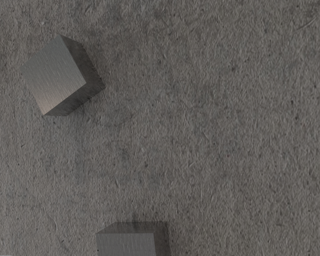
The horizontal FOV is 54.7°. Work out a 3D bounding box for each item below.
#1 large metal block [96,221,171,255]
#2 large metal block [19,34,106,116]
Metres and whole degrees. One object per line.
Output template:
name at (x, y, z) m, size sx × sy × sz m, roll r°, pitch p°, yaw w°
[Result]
large metal block at (-0.032, 0.171, 0.407) m, size 0.080 × 0.050 × 0.080 m, roll -7°, pitch 88°, yaw 20°
large metal block at (-0.139, -0.072, 0.445) m, size 0.080 × 0.050 × 0.080 m, roll -33°, pitch 80°, yaw 17°
